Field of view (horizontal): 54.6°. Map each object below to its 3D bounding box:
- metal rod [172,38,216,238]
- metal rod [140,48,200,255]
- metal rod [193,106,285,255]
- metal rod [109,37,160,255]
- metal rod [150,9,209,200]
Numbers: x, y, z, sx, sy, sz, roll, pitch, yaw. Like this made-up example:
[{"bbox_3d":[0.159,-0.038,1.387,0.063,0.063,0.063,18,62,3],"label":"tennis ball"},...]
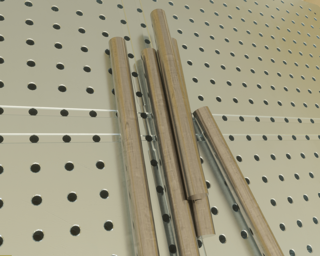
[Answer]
[{"bbox_3d":[0.034,-0.006,0.428,0.025,0.025,0.299,6,59,-25],"label":"metal rod"},{"bbox_3d":[0.008,0.019,0.399,0.025,0.025,0.299,3,60,-27],"label":"metal rod"},{"bbox_3d":[0.117,0.104,0.406,0.025,0.025,0.299,-11,67,-33],"label":"metal rod"},{"bbox_3d":[-0.037,0.008,0.382,0.025,0.025,0.299,3,60,-27],"label":"metal rod"},{"bbox_3d":[0.020,-0.051,0.425,0.025,0.025,0.299,5,58,-26],"label":"metal rod"}]
